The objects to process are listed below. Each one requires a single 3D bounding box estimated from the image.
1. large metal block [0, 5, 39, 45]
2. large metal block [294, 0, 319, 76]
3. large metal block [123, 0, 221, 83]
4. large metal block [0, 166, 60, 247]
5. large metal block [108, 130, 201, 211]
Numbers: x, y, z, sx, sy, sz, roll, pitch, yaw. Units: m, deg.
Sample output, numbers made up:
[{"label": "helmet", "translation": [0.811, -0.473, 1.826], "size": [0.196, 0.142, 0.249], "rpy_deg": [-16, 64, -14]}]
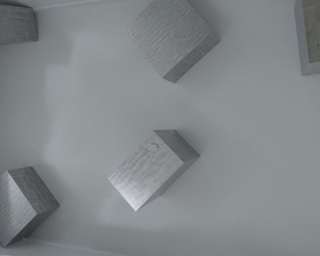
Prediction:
[{"label": "large metal block", "translation": [-0.246, -0.151, 0.463], "size": [0.080, 0.080, 0.050], "rpy_deg": [0, 106, 20]}, {"label": "large metal block", "translation": [0.173, -0.103, 0.320], "size": [0.050, 0.080, 0.080], "rpy_deg": [-6, 88, 20]}, {"label": "large metal block", "translation": [0.016, -0.116, 0.392], "size": [0.080, 0.050, 0.080], "rpy_deg": [-41, 77, 15]}, {"label": "large metal block", "translation": [-0.216, 0.117, 0.473], "size": [0.080, 0.050, 0.080], "rpy_deg": [-44, 76, 14]}, {"label": "large metal block", "translation": [-0.004, 0.048, 0.383], "size": [0.050, 0.080, 0.080], "rpy_deg": [46, 104, 14]}]
